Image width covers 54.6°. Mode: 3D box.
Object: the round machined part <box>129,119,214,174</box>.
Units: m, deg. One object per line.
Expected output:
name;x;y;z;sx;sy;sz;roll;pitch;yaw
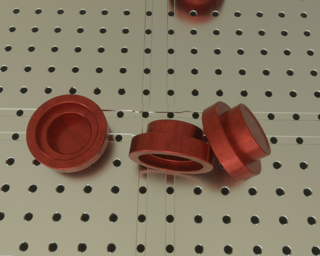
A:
round machined part;0.015;0.022;0.365;0.098;0.098;0.042;8;71;3

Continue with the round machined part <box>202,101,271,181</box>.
round machined part;0.095;0.010;0.367;0.042;0.098;0.098;-32;69;27

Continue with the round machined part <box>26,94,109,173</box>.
round machined part;-0.114;0.010;0.399;0.099;0.042;0.098;0;70;0
